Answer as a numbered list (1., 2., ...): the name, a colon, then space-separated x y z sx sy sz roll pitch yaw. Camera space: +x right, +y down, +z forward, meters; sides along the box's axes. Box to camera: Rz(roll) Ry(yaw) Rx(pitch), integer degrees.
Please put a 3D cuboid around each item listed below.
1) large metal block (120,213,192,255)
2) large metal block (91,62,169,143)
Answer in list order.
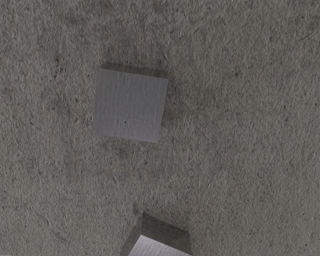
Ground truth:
1. large metal block: -0.009 0.187 0.465 0.080 0.050 0.080 26 108 -9
2. large metal block: -0.036 -0.033 0.384 0.081 0.050 0.079 9 110 -3
